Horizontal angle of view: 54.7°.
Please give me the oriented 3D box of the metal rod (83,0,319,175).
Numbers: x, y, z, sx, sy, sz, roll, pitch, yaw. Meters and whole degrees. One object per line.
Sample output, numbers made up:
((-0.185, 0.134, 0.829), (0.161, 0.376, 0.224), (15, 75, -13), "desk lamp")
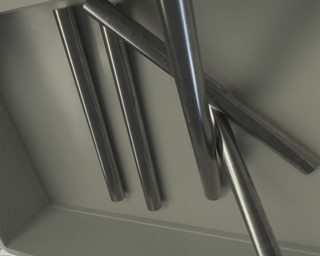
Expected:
((0.047, -0.046, 0.338), (0.301, 0.025, 0.025), (36, 129, -3), "metal rod")

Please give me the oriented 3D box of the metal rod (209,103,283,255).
((0.109, 0.113, 0.335), (0.025, 0.025, 0.299), (-28, 76, 37), "metal rod")

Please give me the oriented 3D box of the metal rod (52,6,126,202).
((-0.094, -0.016, 0.446), (0.025, 0.025, 0.298), (4, 120, 26), "metal rod")

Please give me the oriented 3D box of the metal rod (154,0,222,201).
((0.040, -0.002, 0.312), (0.025, 0.025, 0.299), (9, 146, 23), "metal rod")

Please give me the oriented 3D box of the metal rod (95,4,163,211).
((-0.035, -0.008, 0.420), (0.025, 0.025, 0.298), (3, 120, 26), "metal rod")
